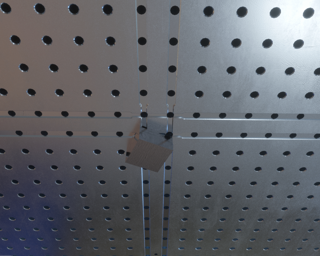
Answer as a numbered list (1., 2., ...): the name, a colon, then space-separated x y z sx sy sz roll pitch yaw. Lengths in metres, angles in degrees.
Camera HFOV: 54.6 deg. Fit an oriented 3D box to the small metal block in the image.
1. small metal block: -0.016 0.031 0.438 0.050 0.025 0.050 20 127 -16
